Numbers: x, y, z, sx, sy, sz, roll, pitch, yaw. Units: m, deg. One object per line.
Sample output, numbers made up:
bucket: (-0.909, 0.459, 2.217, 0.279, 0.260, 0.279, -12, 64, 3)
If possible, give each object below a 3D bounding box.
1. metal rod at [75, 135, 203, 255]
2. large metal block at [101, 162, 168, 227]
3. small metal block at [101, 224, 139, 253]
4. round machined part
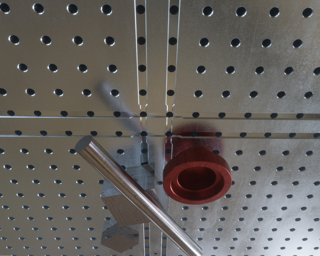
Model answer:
metal rod: (-0.014, 0.116, 0.444, 0.025, 0.025, 0.300, -24, 127, 19)
large metal block: (-0.036, 0.106, 0.485, 0.080, 0.050, 0.080, -12, 129, 9)
small metal block: (-0.076, 0.209, 0.589, 0.050, 0.025, 0.050, 37, 121, -27)
round machined part: (0.053, 0.067, 0.458, 0.099, 0.042, 0.097, 0, 130, 0)
